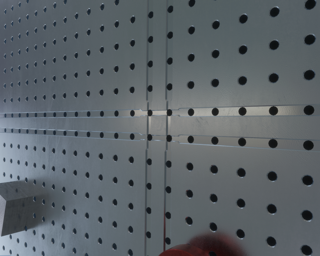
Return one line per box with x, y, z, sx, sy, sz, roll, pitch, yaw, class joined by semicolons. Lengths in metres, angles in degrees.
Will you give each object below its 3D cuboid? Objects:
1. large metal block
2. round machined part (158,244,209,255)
-0.326;0.170;0.663;0.080;0.050;0.079;22;104;38;large metal block
0.039;0.187;0.366;0.098;0.042;0.097;0;90;40;round machined part
